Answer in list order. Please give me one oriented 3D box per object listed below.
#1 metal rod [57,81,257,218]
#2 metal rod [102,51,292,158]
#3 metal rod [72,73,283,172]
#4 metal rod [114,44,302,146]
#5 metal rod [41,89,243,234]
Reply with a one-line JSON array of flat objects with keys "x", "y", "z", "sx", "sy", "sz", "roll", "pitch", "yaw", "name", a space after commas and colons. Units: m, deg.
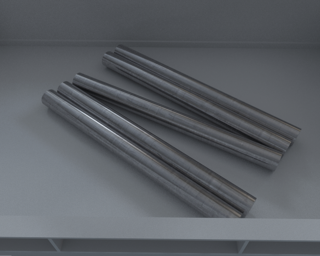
[{"x": -0.021, "y": 0.015, "z": 0.391, "sx": 0.300, "sy": 0.025, "sz": 0.025, "roll": 31, "pitch": 57, "yaw": 23, "name": "metal rod"}, {"x": 0.036, "y": -0.042, "z": 0.439, "sx": 0.300, "sy": 0.025, "sz": 0.025, "roll": 30, "pitch": 56, "yaw": 22, "name": "metal rod"}, {"x": 0.010, "y": -0.015, "z": 0.416, "sx": 0.301, "sy": 0.025, "sz": 0.025, "roll": 23, "pitch": 54, "yaw": 18, "name": "metal rod"}, {"x": 0.054, "y": -0.057, "z": 0.451, "sx": 0.300, "sy": 0.025, "sz": 0.025, "roll": 30, "pitch": 56, "yaw": 22, "name": "metal rod"}, {"x": -0.039, "y": 0.028, "z": 0.380, "sx": 0.300, "sy": 0.025, "sz": 0.025, "roll": 31, "pitch": 57, "yaw": 23, "name": "metal rod"}]
